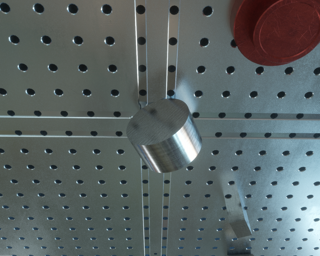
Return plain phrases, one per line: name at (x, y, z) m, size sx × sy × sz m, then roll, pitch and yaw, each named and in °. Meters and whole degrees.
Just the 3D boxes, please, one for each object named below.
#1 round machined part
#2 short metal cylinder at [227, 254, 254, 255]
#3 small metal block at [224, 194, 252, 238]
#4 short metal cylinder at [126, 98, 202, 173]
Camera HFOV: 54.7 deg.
round machined part at (0.124, -0.105, 0.312) m, size 0.099 × 0.042 × 0.097 m, roll 0°, pitch 130°, yaw 0°
short metal cylinder at (0.169, 0.302, 0.634) m, size 0.050 × 0.080 × 0.080 m, roll -4°, pitch 130°, yaw 3°
small metal block at (0.132, 0.149, 0.523) m, size 0.025 × 0.050 × 0.050 m, roll -19°, pitch 128°, yaw 15°
short metal cylinder at (0.006, 0.008, 0.383) m, size 0.080 × 0.080 × 0.050 m, roll -17°, pitch 128°, yaw 14°
